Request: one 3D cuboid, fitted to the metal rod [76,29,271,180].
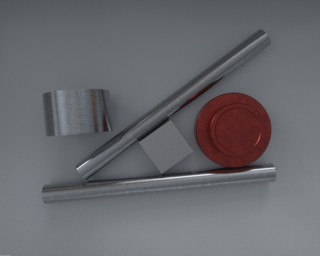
[{"bbox_3d":[0.018,-0.031,0.410,0.301,0.025,0.025,-36,90,-1],"label":"metal rod"}]

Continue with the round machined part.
[{"bbox_3d":[0.096,0.003,0.401,0.099,0.042,0.097,0,90,-1],"label":"round machined part"}]

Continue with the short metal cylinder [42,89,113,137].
[{"bbox_3d":[-0.100,-0.018,0.382,0.081,0.080,0.050,-5,90,-1],"label":"short metal cylinder"}]

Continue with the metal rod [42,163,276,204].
[{"bbox_3d":[-0.001,0.073,0.410,0.302,0.025,0.025,-5,90,-1],"label":"metal rod"}]

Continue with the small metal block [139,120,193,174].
[{"bbox_3d":[0.008,0.024,0.409,0.050,0.025,0.050,-36,90,0],"label":"small metal block"}]
